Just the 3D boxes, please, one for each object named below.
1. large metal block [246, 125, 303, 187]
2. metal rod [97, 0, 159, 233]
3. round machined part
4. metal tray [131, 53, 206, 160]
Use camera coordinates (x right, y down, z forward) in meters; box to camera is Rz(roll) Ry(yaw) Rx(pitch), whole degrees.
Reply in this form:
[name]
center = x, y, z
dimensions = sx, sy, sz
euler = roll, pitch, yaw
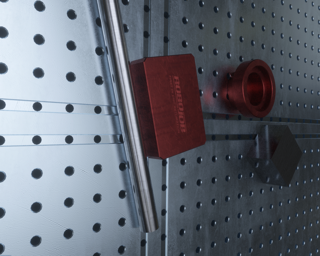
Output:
[large metal block]
center = 0.214, 0.051, 0.576
dimensions = 0.080, 0.050, 0.080
euler = 51, 60, -28
[metal rod]
center = -0.038, -0.016, 0.378
dimensions = 0.025, 0.025, 0.298
euler = -16, 101, -39
[round machined part]
center = 0.153, -0.066, 0.529
dimensions = 0.099, 0.042, 0.097
euler = 0, 90, -40
[metal tray]
center = 0.014, -0.031, 0.420
dimensions = 0.091, 0.030, 0.129
euler = -16, 100, -39
